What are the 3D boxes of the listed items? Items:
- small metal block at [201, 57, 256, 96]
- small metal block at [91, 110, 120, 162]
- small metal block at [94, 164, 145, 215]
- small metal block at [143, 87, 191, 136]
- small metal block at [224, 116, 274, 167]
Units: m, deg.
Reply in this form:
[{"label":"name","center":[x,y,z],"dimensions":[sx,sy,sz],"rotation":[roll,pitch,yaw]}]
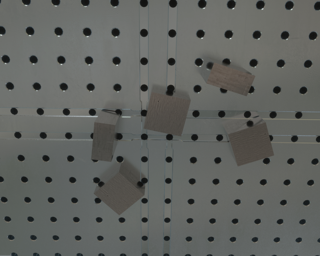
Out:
[{"label":"small metal block","center":[0.081,-0.064,0.377],"dimensions":[0.050,0.050,0.025],"rotation":[17,109,-6]},{"label":"small metal block","center":[-0.070,0.009,0.403],"dimensions":[0.025,0.050,0.050],"rotation":[8,110,-3]},{"label":"small metal block","center":[-0.057,0.089,0.446],"dimensions":[0.050,0.025,0.050],"rotation":[-41,105,13]},{"label":"small metal block","center":[0.009,-0.021,0.406],"dimensions":[0.050,0.025,0.050],"rotation":[12,110,-5]},{"label":"small metal block","center":[0.121,0.018,0.421],"dimensions":[0.050,0.025,0.050],"rotation":[-19,109,6]}]
